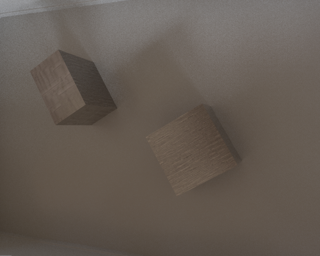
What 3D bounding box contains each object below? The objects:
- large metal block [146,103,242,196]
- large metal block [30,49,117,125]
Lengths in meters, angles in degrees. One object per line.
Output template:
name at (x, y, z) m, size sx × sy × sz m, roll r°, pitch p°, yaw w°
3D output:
large metal block at (0.043, 0.026, 0.382) m, size 0.080 × 0.050 × 0.080 m, roll -31°, pitch 80°, yaw 17°
large metal block at (-0.114, -0.051, 0.422) m, size 0.050 × 0.080 × 0.080 m, roll -31°, pitch 80°, yaw 17°
